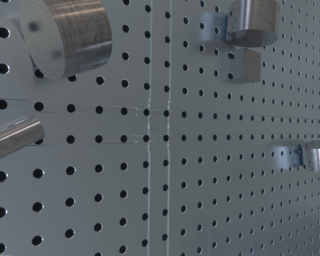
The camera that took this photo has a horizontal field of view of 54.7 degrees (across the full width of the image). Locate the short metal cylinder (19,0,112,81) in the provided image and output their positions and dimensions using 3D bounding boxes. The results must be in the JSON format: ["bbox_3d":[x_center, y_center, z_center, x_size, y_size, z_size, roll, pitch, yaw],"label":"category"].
[{"bbox_3d":[-0.091,-0.091,0.297,0.050,0.080,0.080,-28,108,-37],"label":"short metal cylinder"}]

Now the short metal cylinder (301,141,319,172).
[{"bbox_3d":[0.349,0.059,0.667,0.081,0.080,0.050,-15,100,-39],"label":"short metal cylinder"}]

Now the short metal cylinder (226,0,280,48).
[{"bbox_3d":[0.149,-0.167,0.498,0.081,0.080,0.050,9,85,-40],"label":"short metal cylinder"}]

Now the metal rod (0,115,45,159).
[{"bbox_3d":[-0.226,0.064,0.220,0.302,0.025,0.025,-32,110,-35],"label":"metal rod"}]

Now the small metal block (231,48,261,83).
[{"bbox_3d":[0.149,-0.107,0.534,0.050,0.025,0.050,3,88,-40],"label":"small metal block"}]
